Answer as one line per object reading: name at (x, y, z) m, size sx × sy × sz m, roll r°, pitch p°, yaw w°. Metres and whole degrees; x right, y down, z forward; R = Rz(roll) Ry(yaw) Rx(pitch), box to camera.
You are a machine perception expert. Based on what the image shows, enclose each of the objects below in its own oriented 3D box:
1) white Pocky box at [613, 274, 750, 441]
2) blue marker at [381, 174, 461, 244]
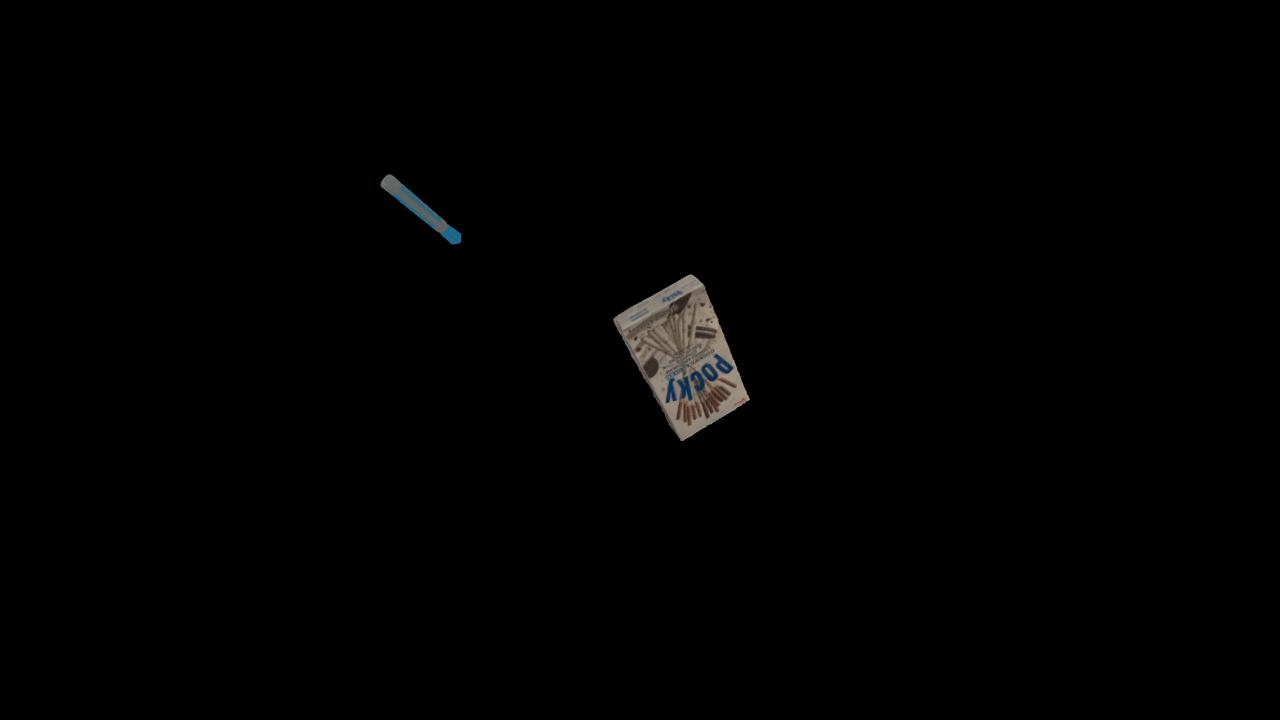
white Pocky box at (0.043, 0.002, 0.576) m, size 0.084 × 0.154 × 0.028 m, roll -30°, pitch 37°, yaw -3°
blue marker at (-0.264, -0.181, 0.756) m, size 0.020 × 0.020 × 0.121 m, roll 0°, pitch -26°, yaw 32°
